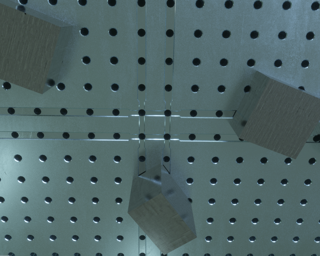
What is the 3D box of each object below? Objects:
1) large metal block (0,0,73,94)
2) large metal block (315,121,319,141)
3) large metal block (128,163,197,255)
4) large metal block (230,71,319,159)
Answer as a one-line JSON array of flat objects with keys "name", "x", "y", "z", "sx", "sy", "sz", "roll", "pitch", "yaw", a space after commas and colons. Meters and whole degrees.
[{"name": "large metal block", "x": -0.158, "y": -0.096, "z": 0.362, "sx": 0.080, "sy": 0.050, "sz": 0.079, "roll": 20, "pitch": 109, "yaw": -8}, {"name": "large metal block", "x": 0.258, "y": 0.004, "z": 0.406, "sx": 0.080, "sy": 0.050, "sz": 0.080, "roll": -28, "pitch": 108, "yaw": 9}, {"name": "large metal block", "x": 0.003, "y": 0.108, "z": 0.424, "sx": 0.050, "sy": 0.080, "sz": 0.080, "roll": -33, "pitch": 107, "yaw": 11}, {"name": "large metal block", "x": 0.149, "y": -0.017, "z": 0.396, "sx": 0.080, "sy": 0.050, "sz": 0.079, "roll": 20, "pitch": 109, "yaw": -8}]
